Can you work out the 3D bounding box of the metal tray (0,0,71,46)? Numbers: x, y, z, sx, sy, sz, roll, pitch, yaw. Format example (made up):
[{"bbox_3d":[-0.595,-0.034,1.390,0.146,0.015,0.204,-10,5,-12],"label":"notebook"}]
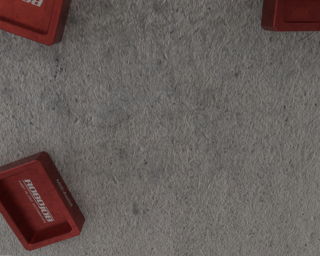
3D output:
[{"bbox_3d":[-0.169,-0.157,0.347,0.131,0.030,0.089,18,109,-7],"label":"metal tray"}]

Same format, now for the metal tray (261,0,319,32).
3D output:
[{"bbox_3d":[0.182,-0.154,0.340,0.131,0.030,0.089,-4,111,-10],"label":"metal tray"}]

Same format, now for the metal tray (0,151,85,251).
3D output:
[{"bbox_3d":[-0.178,0.107,0.444,0.090,0.030,0.129,-20,109,7],"label":"metal tray"}]
